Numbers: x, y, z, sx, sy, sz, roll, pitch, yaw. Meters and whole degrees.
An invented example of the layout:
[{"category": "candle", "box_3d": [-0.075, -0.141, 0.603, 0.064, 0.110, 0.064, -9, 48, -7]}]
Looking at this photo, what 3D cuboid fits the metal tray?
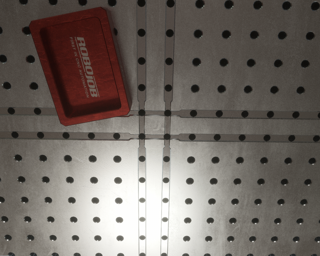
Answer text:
[{"category": "metal tray", "box_3d": [-0.093, -0.073, 0.382, 0.090, 0.030, 0.129, -11, 110, 3]}]
